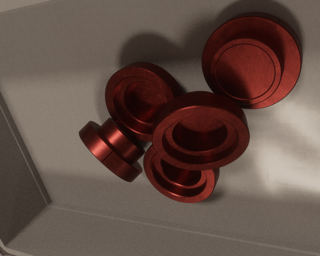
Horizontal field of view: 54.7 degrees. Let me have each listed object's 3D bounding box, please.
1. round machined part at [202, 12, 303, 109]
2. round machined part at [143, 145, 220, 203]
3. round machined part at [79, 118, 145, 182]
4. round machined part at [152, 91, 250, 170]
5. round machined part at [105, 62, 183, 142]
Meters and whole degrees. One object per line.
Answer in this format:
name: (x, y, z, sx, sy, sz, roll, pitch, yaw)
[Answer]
round machined part: (0.089, -0.062, 0.312, 0.098, 0.042, 0.097, 13, 124, 20)
round machined part: (0.031, 0.048, 0.410, 0.098, 0.042, 0.097, 13, 124, 20)
round machined part: (-0.058, 0.024, 0.418, 0.098, 0.098, 0.042, 44, 90, -3)
round machined part: (0.042, -0.001, 0.329, 0.099, 0.042, 0.097, 2, 136, 2)
round machined part: (-0.015, -0.035, 0.382, 0.098, 0.042, 0.097, 13, 124, 20)
